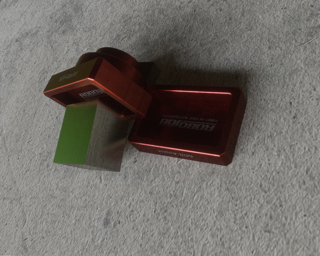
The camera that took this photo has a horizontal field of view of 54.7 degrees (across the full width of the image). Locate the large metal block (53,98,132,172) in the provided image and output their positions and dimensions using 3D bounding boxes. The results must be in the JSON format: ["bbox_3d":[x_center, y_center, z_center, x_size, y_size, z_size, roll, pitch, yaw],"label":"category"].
[{"bbox_3d":[-0.089,0.012,0.403,0.080,0.050,0.080,-4,71,46],"label":"large metal block"}]

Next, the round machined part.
[{"bbox_3d":[-0.063,-0.072,0.420,0.098,0.098,0.042,6,65,30],"label":"round machined part"}]

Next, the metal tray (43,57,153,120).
[{"bbox_3d":[-0.085,-0.043,0.411,0.130,0.090,0.030,-4,59,47],"label":"metal tray"}]

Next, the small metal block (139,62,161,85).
[{"bbox_3d":[-0.033,-0.072,0.466,0.050,0.025,0.050,7,65,31],"label":"small metal block"}]

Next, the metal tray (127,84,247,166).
[{"bbox_3d":[0.033,-0.008,0.389,0.130,0.030,0.090,7,65,30],"label":"metal tray"}]
